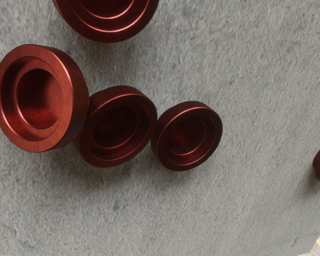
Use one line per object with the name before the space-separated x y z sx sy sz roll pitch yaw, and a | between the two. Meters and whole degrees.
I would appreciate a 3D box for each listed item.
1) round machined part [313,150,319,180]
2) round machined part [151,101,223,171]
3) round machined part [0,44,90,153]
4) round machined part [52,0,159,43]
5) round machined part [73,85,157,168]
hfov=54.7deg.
round machined part | 0.358 0.069 0.638 0.099 0.042 0.097 -14 125 -21
round machined part | 0.032 0.007 0.419 0.099 0.042 0.097 -14 125 -21
round machined part | -0.108 -0.028 0.297 0.097 0.098 0.042 -64 162 17
round machined part | -0.052 -0.133 0.286 0.099 0.042 0.097 -14 125 -21
round machined part | -0.055 -0.006 0.355 0.099 0.042 0.097 -25 137 -26
